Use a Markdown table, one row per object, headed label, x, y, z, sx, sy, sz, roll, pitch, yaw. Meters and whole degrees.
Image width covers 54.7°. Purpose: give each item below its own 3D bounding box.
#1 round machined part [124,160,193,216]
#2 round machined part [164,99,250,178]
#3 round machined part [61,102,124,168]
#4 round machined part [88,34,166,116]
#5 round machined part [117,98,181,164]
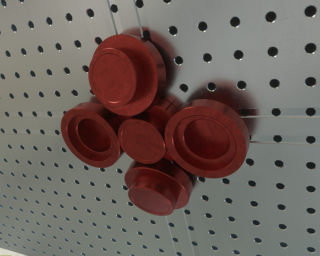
| label | x | y | z | sx | sy | sz | roll | pitch | yaw |
| --- | --- | --- | --- | --- | --- | --- | --- | --- | --- |
| round machined part | -0.006 | 0.089 | 0.442 | 0.098 | 0.042 | 0.097 | 15 | 139 | 14 |
| round machined part | 0.059 | 0.009 | 0.374 | 0.098 | 0.042 | 0.097 | 13 | 124 | 20 |
| round machined part | -0.090 | 0.006 | 0.449 | 0.098 | 0.042 | 0.097 | 13 | 124 | 20 |
| round machined part | -0.046 | -0.062 | 0.370 | 0.098 | 0.042 | 0.097 | 8 | 108 | 27 |
| round machined part | -0.016 | 0.009 | 0.411 | 0.098 | 0.042 | 0.097 | 13 | 124 | 20 |
